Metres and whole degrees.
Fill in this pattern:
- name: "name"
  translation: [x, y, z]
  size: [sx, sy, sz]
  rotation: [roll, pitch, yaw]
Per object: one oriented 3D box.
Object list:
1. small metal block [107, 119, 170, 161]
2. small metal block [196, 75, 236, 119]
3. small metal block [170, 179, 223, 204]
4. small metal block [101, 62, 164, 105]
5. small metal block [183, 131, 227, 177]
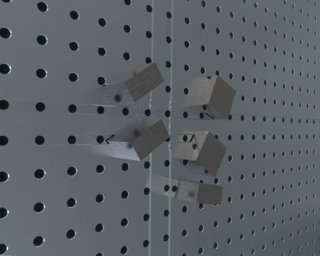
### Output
- name: "small metal block"
  translation: [-0.026, 0.013, 0.370]
  size: [0.050, 0.050, 0.025]
  rotation: [-39, 114, -33]
- name: "small metal block"
  translation: [0.088, -0.047, 0.481]
  size: [0.050, 0.025, 0.050]
  rotation: [31, 71, -36]
- name: "small metal block"
  translation: [0.052, 0.089, 0.435]
  size: [0.050, 0.050, 0.025]
  rotation: [14, 81, -39]
- name: "small metal block"
  translation: [-0.032, -0.052, 0.365]
  size: [0.050, 0.050, 0.025]
  rotation: [-40, 115, -32]
- name: "small metal block"
  translation: [0.069, 0.039, 0.466]
  size: [0.050, 0.025, 0.050]
  rotation: [41, 65, -32]
